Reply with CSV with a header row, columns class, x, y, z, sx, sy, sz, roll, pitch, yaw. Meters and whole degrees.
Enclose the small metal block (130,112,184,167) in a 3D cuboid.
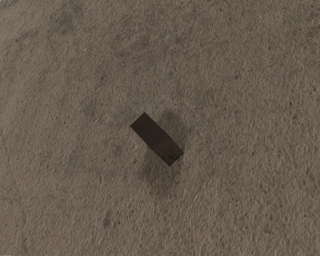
class,x,y,z,sx,sy,sz,roll,pitch,yaw
small metal block,-0.003,0.014,0.380,0.025,0.050,0.050,-44,51,-2
